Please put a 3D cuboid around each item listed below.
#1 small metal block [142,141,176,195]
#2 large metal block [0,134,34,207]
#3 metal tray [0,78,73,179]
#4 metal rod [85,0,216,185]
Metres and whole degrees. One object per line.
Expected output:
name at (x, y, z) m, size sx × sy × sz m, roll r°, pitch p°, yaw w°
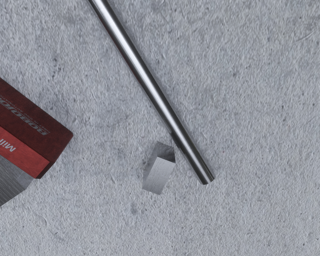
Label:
small metal block at (-0.002, 0.053, 0.416) m, size 0.025 × 0.050 × 0.050 m, roll 22°, pitch 109°, yaw -8°
large metal block at (-0.228, 0.061, 0.416) m, size 0.080 × 0.050 × 0.080 m, roll -34°, pitch 107°, yaw 11°
metal tray at (-0.175, -0.006, 0.370) m, size 0.130 × 0.090 × 0.030 m, roll 40°, pitch 105°, yaw -14°
metal rod at (-0.009, -0.049, 0.391) m, size 0.025 × 0.025 × 0.299 m, roll -29°, pitch 108°, yaw 10°
